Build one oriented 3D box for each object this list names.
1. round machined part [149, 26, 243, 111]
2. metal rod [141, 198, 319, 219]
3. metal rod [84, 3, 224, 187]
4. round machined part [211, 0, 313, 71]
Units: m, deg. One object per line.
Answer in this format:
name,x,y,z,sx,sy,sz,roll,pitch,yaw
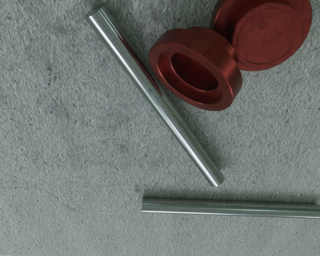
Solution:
round machined part,0.040,-0.065,0.320,0.098,0.042,0.098,31,161,12
metal rod,0.120,0.136,0.523,0.302,0.025,0.025,3,130,-3
metal rod,0.011,-0.019,0.391,0.025,0.025,0.300,-24,126,19
round machined part,0.103,-0.099,0.313,0.099,0.042,0.097,0,130,0
